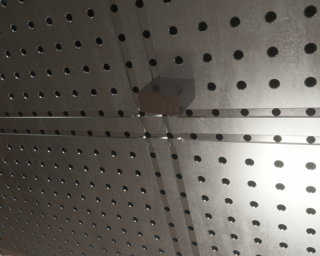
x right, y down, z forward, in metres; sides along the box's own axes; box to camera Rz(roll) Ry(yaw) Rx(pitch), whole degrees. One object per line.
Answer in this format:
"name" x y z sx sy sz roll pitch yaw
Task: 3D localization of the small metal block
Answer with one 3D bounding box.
"small metal block" 0.009 -0.039 0.365 0.050 0.050 0.025 8 122 24
